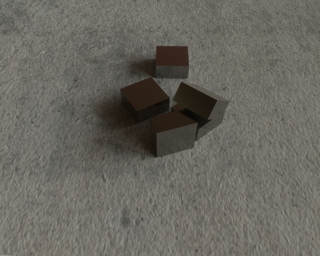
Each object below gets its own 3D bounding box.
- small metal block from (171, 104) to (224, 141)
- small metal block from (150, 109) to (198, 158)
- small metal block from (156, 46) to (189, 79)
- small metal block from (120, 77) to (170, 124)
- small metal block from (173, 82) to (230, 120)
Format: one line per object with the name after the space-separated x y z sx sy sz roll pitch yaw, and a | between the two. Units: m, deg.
0.050 -0.017 0.418 0.050 0.025 0.050 -33 58 -25 | small metal block
0.016 0.007 0.382 0.050 0.050 0.025 -14 52 -12 | small metal block
0.019 -0.105 0.492 0.050 0.025 0.050 1 50 0 | small metal block
-0.021 -0.040 0.437 0.050 0.025 0.050 -25 55 -20 | small metal block
0.052 -0.034 0.383 0.050 0.025 0.050 31 17 23 | small metal block
